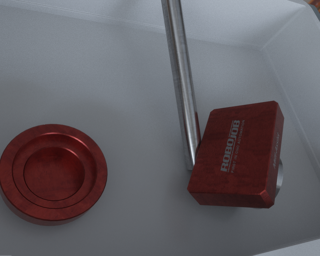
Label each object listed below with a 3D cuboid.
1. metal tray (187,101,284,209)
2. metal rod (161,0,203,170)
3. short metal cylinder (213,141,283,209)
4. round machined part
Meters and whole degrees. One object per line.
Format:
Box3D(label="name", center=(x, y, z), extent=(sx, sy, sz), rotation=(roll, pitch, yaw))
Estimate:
Box3D(label="metal tray", center=(0.093, 0.029, 0.371), extent=(0.030, 0.090, 0.130), rotation=(52, 45, -36))
Box3D(label="metal rod", center=(0.024, -0.095, 0.398), extent=(0.025, 0.025, 0.298), rotation=(-10, 93, -33))
Box3D(label="short metal cylinder", center=(0.108, 0.058, 0.395), extent=(0.050, 0.080, 0.080), rotation=(19, 54, -18))
Box3D(label="round machined part", center=(-0.106, 0.048, 0.309), extent=(0.099, 0.042, 0.098), rotation=(14, 56, -21))
